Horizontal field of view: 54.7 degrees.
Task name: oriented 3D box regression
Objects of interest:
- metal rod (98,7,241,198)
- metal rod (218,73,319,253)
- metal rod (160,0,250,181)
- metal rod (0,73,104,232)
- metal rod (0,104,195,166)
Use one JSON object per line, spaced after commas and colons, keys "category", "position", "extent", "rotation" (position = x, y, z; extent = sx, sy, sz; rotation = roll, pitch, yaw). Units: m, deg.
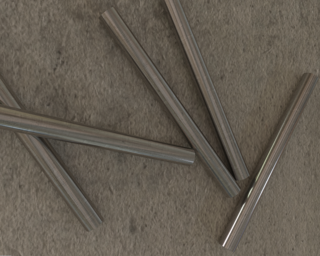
{"category": "metal rod", "position": [0.020, -0.025, 0.417], "extent": [0.025, 0.025, 0.299], "rotation": [-40, 103, -16]}
{"category": "metal rod", "position": [0.170, 0.045, 0.473], "extent": [0.025, 0.025, 0.300], "rotation": [34, 79, -17]}
{"category": "metal rod", "position": [0.061, -0.064, 0.432], "extent": [0.025, 0.025, 0.299], "rotation": [-27, 99, -18]}
{"category": "metal rod", "position": [-0.157, -0.006, 0.351], "extent": [0.025, 0.025, 0.299], "rotation": [-35, 102, -17]}
{"category": "metal rod", "position": [-0.089, 0.007, 0.357], "extent": [0.302, 0.025, 0.025], "rotation": [14, 85, -27]}
